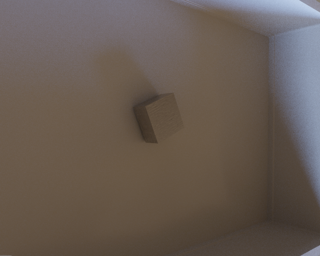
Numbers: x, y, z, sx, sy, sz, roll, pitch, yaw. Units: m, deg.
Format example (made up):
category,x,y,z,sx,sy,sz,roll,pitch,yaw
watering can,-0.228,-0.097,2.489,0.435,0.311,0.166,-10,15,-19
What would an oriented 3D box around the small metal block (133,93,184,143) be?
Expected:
category,x,y,z,sx,sy,sz,roll,pitch,yaw
small metal block,-0.001,-0.013,0.404,0.050,0.025,0.050,-30,109,-36
